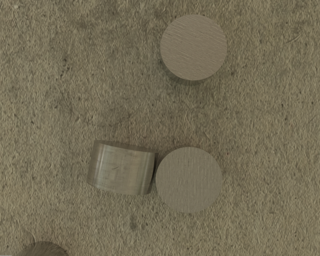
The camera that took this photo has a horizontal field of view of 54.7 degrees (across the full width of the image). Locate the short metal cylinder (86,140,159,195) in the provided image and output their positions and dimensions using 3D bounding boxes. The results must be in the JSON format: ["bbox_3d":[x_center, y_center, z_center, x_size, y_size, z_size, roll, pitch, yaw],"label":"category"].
[{"bbox_3d":[-0.045,0.047,0.382,0.080,0.080,0.050,11,90,0],"label":"short metal cylinder"}]

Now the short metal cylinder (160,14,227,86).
[{"bbox_3d":[0.041,-0.097,0.398,0.081,0.050,0.080,0,90,0],"label":"short metal cylinder"}]

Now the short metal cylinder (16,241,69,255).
[{"bbox_3d":[-0.159,0.194,0.396,0.081,0.050,0.080,0,90,0],"label":"short metal cylinder"}]

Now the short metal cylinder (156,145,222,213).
[{"bbox_3d":[0.035,0.062,0.398,0.081,0.050,0.080,0,90,0],"label":"short metal cylinder"}]
